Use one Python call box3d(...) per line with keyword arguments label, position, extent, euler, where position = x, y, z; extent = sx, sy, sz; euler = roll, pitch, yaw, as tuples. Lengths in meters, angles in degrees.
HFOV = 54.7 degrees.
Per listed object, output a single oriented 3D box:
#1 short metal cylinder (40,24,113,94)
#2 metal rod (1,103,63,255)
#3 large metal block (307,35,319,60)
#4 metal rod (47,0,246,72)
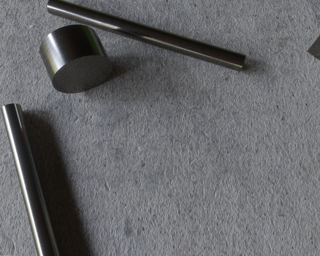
box3d(label="short metal cylinder", position=(-0.110, -0.089, 0.410), extent=(0.080, 0.080, 0.050), euler=(-24, 72, -9))
box3d(label="metal rod", position=(-0.143, 0.104, 0.368), extent=(0.025, 0.025, 0.299), euler=(-21, 72, -8))
box3d(label="large metal block", position=(0.268, -0.120, 0.426), extent=(0.080, 0.080, 0.050), euler=(42, 75, 13))
box3d(label="metal rod", position=(-0.023, -0.140, 0.458), extent=(0.301, 0.025, 0.025), euler=(18, 71, 6))
